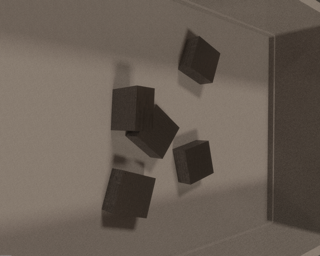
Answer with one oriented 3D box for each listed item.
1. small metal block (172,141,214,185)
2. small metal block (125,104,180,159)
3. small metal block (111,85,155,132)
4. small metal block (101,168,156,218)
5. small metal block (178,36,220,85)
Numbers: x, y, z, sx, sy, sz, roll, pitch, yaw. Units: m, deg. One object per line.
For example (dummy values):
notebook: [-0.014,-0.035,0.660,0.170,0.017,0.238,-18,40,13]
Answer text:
small metal block: [0.049,0.048,0.450,0.050,0.025,0.050,-18,101,-39]
small metal block: [-0.009,0.005,0.401,0.050,0.025,0.050,44,63,-31]
small metal block: [-0.033,-0.021,0.365,0.025,0.050,0.050,4,88,-40]
small metal block: [-0.037,0.080,0.377,0.050,0.025,0.050,22,76,-38]
small metal block: [0.059,-0.099,0.458,0.050,0.025,0.050,27,73,-37]
